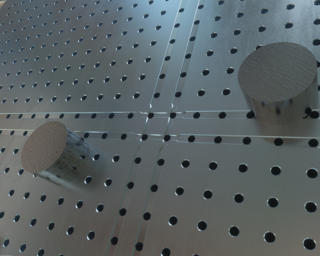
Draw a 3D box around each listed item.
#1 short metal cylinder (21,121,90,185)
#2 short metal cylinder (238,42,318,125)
[{"bbox_3d":[-0.151,0.037,0.449,0.080,0.050,0.080,-13,56,21],"label":"short metal cylinder"},{"bbox_3d":[0.135,-0.050,0.352,0.080,0.050,0.080,-13,56,21],"label":"short metal cylinder"}]
